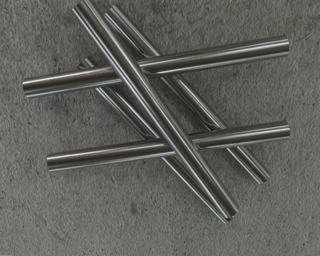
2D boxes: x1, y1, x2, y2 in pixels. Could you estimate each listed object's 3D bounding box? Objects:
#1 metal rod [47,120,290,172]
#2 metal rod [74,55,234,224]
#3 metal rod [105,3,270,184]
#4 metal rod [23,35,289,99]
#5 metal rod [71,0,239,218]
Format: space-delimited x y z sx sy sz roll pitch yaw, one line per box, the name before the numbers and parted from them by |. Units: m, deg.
metal rod | 0.009 0.024 0.394 0.302 0.025 0.025 -8 110 2
metal rod | 0.002 0.026 0.420 0.025 0.025 0.300 -39 106 13
metal rod | 0.043 -0.033 0.399 0.025 0.025 0.300 -41 106 13
metal rod | -0.007 -0.070 0.359 0.302 0.025 0.025 -9 110 2
metal rod | 0.006 -0.009 0.355 0.025 0.025 0.299 -33 107 11
